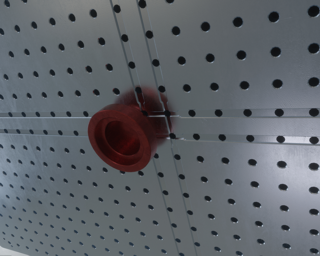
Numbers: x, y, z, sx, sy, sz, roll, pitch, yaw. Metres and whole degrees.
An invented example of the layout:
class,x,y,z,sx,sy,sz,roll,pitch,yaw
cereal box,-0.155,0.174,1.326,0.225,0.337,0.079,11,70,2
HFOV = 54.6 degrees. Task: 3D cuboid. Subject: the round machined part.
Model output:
class,x,y,z,sx,sy,sz,roll,pitch,yaw
round machined part,-0.048,0.010,0.432,0.098,0.042,0.097,13,124,21
